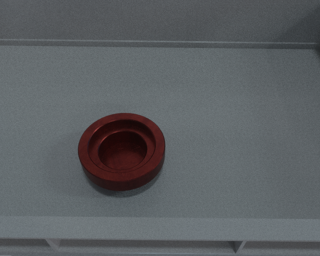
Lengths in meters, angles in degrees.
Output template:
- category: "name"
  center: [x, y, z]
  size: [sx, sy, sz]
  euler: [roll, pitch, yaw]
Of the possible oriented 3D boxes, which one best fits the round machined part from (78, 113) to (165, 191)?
- category: "round machined part"
  center: [-0.043, 0.032, 0.367]
  size: [0.099, 0.042, 0.098]
  euler: [0, 50, 0]
